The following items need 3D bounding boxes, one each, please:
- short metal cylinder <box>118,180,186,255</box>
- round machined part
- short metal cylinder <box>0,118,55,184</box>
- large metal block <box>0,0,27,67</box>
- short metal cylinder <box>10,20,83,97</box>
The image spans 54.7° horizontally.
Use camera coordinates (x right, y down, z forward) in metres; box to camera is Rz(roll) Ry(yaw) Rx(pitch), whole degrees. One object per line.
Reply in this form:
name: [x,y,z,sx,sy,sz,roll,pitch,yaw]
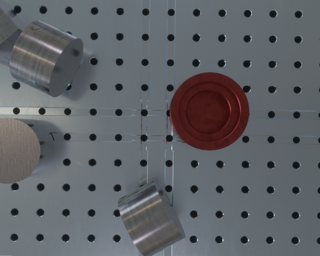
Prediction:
short metal cylinder: [-0.010,0.112,0.386,0.050,0.080,0.080,-29,90,0]
round machined part: [0.062,-0.021,0.405,0.099,0.042,0.097,0,90,0]
short metal cylinder: [-0.185,0.028,0.399,0.081,0.050,0.080,0,90,0]
large metal block: [-0.202,-0.125,0.384,0.050,0.080,0.080,-41,90,0]
short metal cylinder: [-0.138,-0.085,0.385,0.050,0.080,0.080,26,90,0]
